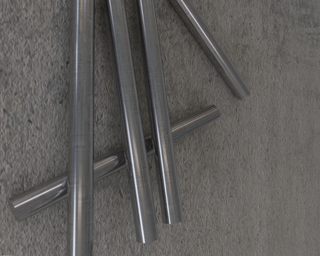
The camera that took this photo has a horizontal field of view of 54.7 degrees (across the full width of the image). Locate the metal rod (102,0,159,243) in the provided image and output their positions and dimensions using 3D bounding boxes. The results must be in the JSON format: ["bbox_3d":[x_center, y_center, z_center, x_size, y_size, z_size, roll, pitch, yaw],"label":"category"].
[{"bbox_3d":[-0.035,-0.024,0.350,0.025,0.025,0.298,-6,87,-40],"label":"metal rod"}]

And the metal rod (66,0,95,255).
[{"bbox_3d":[-0.080,-0.022,0.315,0.025,0.025,0.298,5,80,-40],"label":"metal rod"}]

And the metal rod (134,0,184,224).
[{"bbox_3d":[-0.004,-0.037,0.376,0.025,0.025,0.298,-5,86,-40],"label":"metal rod"}]

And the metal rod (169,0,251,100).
[{"bbox_3d":[0.052,-0.150,0.447,0.300,0.025,0.025,46,62,-30],"label":"metal rod"}]

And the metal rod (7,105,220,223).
[{"bbox_3d":[-0.028,0.027,0.381,0.302,0.025,0.025,-25,106,-37],"label":"metal rod"}]
